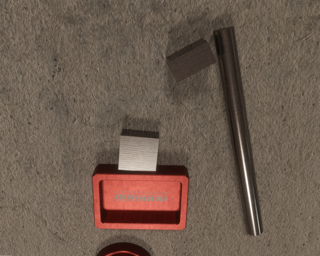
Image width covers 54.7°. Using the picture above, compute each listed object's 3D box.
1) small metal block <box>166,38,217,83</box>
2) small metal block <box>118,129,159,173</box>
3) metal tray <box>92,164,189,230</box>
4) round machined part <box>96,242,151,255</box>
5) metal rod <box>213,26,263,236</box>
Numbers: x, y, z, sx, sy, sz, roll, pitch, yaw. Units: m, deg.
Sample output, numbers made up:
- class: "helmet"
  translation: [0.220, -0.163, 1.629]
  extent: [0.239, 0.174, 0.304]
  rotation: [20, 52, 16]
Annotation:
- class: "small metal block"
  translation: [0.035, -0.081, 0.367]
  extent: [0.050, 0.050, 0.025]
  rotation: [-27, 108, 9]
- class: "small metal block"
  translation: [-0.029, 0.031, 0.421]
  extent: [0.050, 0.025, 0.050]
  rotation: [5, 110, -3]
- class: "metal tray"
  translation: [-0.027, 0.099, 0.443]
  extent: [0.131, 0.030, 0.089]
  rotation: [1, 110, -1]
- class: "round machined part"
  translation: [-0.058, 0.233, 0.486]
  extent: [0.099, 0.042, 0.097]
  rotation: [0, 110, -1]
- class: "metal rod"
  translation: [0.109, 0.018, 0.418]
  extent: [0.025, 0.025, 0.298]
  rotation: [-13, 110, 4]
